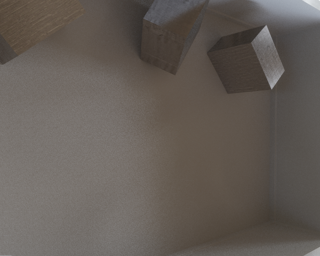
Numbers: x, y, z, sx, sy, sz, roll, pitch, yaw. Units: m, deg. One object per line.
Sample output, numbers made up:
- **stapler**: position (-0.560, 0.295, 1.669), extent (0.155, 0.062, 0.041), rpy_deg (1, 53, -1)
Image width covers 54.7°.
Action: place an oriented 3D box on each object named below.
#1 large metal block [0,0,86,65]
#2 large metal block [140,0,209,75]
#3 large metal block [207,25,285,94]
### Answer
- **large metal block**: position (-0.130, -0.116, 0.281), extent (0.080, 0.050, 0.080), rpy_deg (-47, 118, -29)
- **large metal block**: position (0.018, -0.125, 0.377), extent (0.050, 0.080, 0.080), rpy_deg (26, 70, 3)
- **large metal block**: position (0.133, -0.103, 0.482), extent (0.050, 0.080, 0.080), rpy_deg (-49, 119, -29)
